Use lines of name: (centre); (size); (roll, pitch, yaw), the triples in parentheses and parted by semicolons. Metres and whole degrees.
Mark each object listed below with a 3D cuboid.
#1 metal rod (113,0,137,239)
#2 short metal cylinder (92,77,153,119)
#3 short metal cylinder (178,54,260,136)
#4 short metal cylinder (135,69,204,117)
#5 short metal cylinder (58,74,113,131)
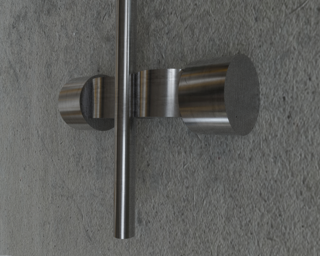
metal rod: (-0.040, -0.024, 0.359); (0.025, 0.025, 0.298); (1, 91, 40)
short metal cylinder: (-0.049, -0.037, 0.411); (0.080, 0.081, 0.050); (1, 91, 40)
short metal cylinder: (0.063, -0.033, 0.319); (0.050, 0.081, 0.080); (1, 91, 40)
short metal cylinder: (0.012, -0.037, 0.360); (0.080, 0.081, 0.050); (1, 91, 40)
short metal cylinder: (-0.099, -0.036, 0.452); (0.050, 0.081, 0.080); (1, 91, 40)
